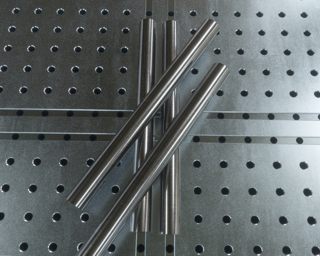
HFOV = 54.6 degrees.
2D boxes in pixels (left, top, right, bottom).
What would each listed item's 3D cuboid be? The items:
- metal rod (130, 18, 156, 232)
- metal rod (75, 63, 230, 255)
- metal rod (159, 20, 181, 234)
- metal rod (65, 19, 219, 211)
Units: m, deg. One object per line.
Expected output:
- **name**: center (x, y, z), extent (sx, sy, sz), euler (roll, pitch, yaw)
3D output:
- **metal rod**: center (-0.021, -0.017, 0.419), extent (0.025, 0.025, 0.299), euler (1, 70, 0)
- **metal rod**: center (-0.003, 0.037, 0.371), extent (0.025, 0.025, 0.300), euler (33, 73, 11)
- **metal rod**: center (0.014, -0.015, 0.418), extent (0.025, 0.025, 0.299), euler (1, 70, 0)
- **metal rod**: center (-0.012, -0.029, 0.396), extent (0.025, 0.025, 0.300), euler (33, 73, 11)
